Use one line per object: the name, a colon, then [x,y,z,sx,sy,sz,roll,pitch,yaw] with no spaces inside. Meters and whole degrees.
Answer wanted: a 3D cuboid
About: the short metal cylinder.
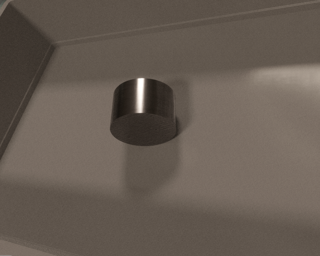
short metal cylinder: [-0.020,-0.018,0.391,0.080,0.080,0.050,-13,57,21]
